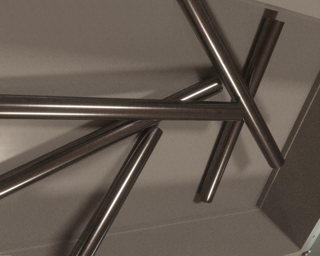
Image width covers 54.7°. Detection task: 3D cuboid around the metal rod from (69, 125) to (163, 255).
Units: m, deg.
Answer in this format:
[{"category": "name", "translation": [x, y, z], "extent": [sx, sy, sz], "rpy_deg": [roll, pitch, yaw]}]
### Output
[{"category": "metal rod", "translation": [-0.077, 0.123, 0.358], "extent": [0.025, 0.025, 0.300], "rpy_deg": [47, 63, -40]}]

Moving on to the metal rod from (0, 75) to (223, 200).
[{"category": "metal rod", "translation": [-0.055, 0.005, 0.382], "extent": [0.302, 0.025, 0.025], "rpy_deg": [-26, 128, -13]}]

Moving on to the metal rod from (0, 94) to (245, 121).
[{"category": "metal rod", "translation": [-0.037, -0.021, 0.353], "extent": [0.303, 0.025, 0.025], "rpy_deg": [0, 119, -21]}]

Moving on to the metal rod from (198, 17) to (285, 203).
[{"category": "metal rod", "translation": [0.114, -0.011, 0.466], "extent": [0.025, 0.025, 0.298], "rpy_deg": [1, 118, -30]}]

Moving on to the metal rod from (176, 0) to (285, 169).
[{"category": "metal rod", "translation": [0.107, -0.046, 0.414], "extent": [0.025, 0.025, 0.300], "rpy_deg": [-39, 122, -2]}]
